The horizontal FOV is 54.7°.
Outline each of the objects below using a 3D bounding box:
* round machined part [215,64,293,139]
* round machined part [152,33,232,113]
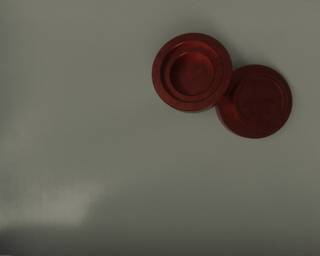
[{"bbox_3d":[0.124,-0.035,0.404,0.099,0.042,0.097,0,90,0],"label":"round machined part"},{"bbox_3d":[0.042,-0.067,0.396,0.098,0.042,0.097,-1,85,12],"label":"round machined part"}]
